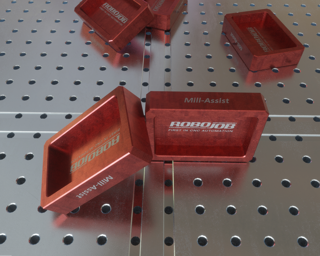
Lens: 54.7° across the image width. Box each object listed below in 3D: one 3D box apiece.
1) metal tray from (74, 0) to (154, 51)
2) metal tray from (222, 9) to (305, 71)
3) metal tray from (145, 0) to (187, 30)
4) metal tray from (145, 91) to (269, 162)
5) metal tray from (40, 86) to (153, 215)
[{"bbox_3d":[-0.084,-0.205,0.550,0.090,0.030,0.130,-45,60,-1],"label":"metal tray"},{"bbox_3d":[0.175,-0.156,0.537,0.091,0.030,0.130,-11,51,-10],"label":"metal tray"},{"bbox_3d":[-0.004,-0.247,0.612,0.090,0.030,0.130,15,51,12],"label":"metal tray"},{"bbox_3d":[0.050,0.001,0.364,0.131,0.089,0.030,1,48,0],"label":"metal tray"},{"bbox_3d":[-0.073,0.025,0.334,0.130,0.030,0.090,-33,47,22],"label":"metal tray"}]
